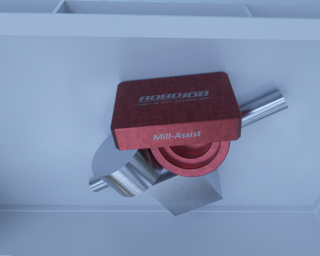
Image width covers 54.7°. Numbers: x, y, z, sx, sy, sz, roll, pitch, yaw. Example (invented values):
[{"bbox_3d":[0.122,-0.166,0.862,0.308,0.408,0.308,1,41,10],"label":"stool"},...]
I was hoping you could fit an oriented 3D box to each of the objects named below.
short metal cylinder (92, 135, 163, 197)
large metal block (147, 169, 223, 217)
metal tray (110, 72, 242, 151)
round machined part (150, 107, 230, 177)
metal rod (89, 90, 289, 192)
[{"bbox_3d":[-0.042,0.043,0.407,0.080,0.080,0.050,-27,125,20],"label":"short metal cylinder"},{"bbox_3d":[0.035,0.077,0.455,0.080,0.050,0.080,-26,126,20],"label":"large metal block"},{"bbox_3d":[0.016,-0.021,0.345,0.131,0.090,0.030,-5,130,3],"label":"metal tray"},{"bbox_3d":[0.038,0.008,0.385,0.098,0.042,0.097,4,106,14],"label":"round machined part"},{"bbox_3d":[0.025,0.026,0.430,0.300,0.025,0.025,-26,126,20],"label":"metal rod"}]
